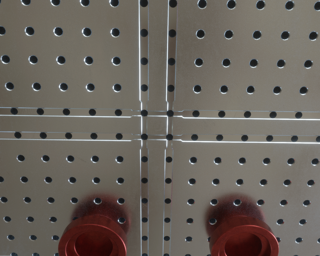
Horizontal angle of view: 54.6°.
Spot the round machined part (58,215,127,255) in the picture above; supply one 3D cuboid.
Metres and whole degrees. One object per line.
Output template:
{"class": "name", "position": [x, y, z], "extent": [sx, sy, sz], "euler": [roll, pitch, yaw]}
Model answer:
{"class": "round machined part", "position": [-0.098, 0.172, 0.467], "extent": [0.099, 0.042, 0.097], "euler": [0, 110, 0]}

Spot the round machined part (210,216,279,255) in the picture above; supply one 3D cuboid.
{"class": "round machined part", "position": [0.124, 0.174, 0.469], "extent": [0.099, 0.042, 0.097], "euler": [0, 110, 0]}
